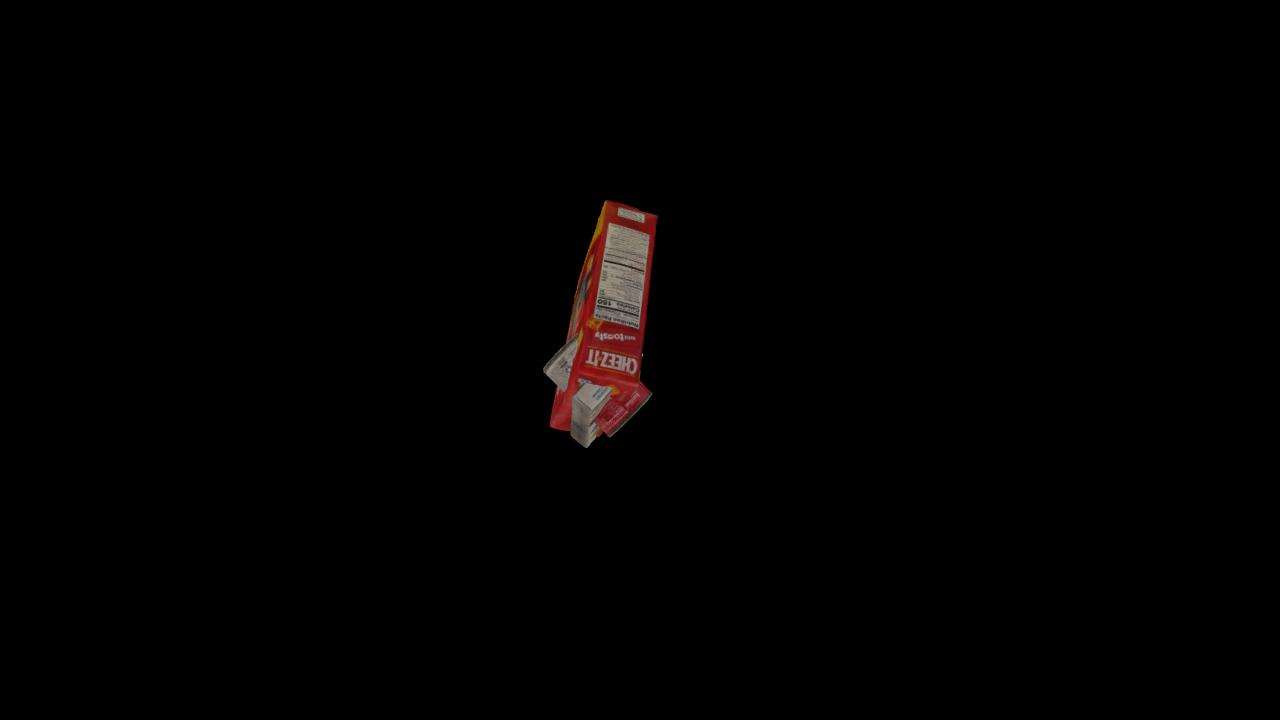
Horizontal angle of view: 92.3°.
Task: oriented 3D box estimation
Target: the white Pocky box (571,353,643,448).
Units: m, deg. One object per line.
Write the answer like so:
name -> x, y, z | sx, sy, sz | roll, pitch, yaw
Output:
white Pocky box -> -0.040, 0.042, 0.677 | 0.028, 0.084, 0.154 | 38, -21, 8

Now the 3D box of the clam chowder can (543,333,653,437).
clam chowder can -> -0.046, 0.024, 0.660 | 0.102, 0.068, 0.068 | 45, 1, -1

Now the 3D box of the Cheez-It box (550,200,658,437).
Cheez-It box -> -0.042, -0.043, 0.709 | 0.071, 0.223, 0.166 | 13, -29, -11
